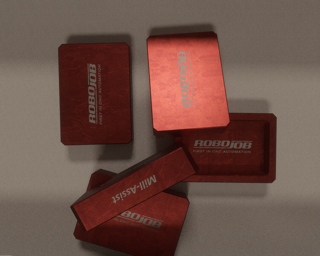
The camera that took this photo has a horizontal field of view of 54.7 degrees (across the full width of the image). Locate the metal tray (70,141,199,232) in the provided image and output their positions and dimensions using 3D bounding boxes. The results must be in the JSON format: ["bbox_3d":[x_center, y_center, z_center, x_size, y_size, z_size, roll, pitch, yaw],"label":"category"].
[{"bbox_3d":[-0.025,0.060,0.348,0.130,0.090,0.030,-28,90,-1],"label":"metal tray"}]

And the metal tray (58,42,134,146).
[{"bbox_3d":[-0.083,-0.044,0.408,0.091,0.030,0.129,-2,90,-1],"label":"metal tray"}]

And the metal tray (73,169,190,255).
[{"bbox_3d":[-0.036,0.115,0.409,0.131,0.030,0.090,17,90,-1],"label":"metal tray"}]

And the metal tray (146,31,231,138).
[{"bbox_3d":[0.033,-0.056,0.390,0.091,0.030,0.129,-4,72,-1],"label":"metal tray"}]

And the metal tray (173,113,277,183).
[{"bbox_3d":[0.084,0.025,0.410,0.131,0.030,0.089,1,90,-1],"label":"metal tray"}]
